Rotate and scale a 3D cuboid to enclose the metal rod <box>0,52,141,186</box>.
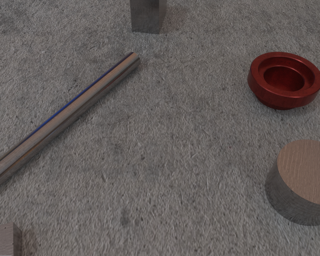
[{"bbox_3d":[-0.126,-0.016,0.414,0.025,0.025,0.301,28,55,21],"label":"metal rod"}]

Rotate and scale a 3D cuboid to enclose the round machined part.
[{"bbox_3d":[0.176,-0.064,0.448,0.099,0.042,0.098,0,50,0],"label":"round machined part"}]

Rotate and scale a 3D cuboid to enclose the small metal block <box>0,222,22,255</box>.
[{"bbox_3d":[-0.162,0.125,0.296,0.050,0.025,0.050,-13,51,-12],"label":"small metal block"}]

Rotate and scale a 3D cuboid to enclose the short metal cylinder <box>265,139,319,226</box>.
[{"bbox_3d":[0.163,0.059,0.339,0.081,0.050,0.080,0,50,0],"label":"short metal cylinder"}]

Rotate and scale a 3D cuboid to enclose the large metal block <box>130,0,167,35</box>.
[{"bbox_3d":[-0.019,-0.229,0.559,0.050,0.080,0.080,8,51,6],"label":"large metal block"}]
